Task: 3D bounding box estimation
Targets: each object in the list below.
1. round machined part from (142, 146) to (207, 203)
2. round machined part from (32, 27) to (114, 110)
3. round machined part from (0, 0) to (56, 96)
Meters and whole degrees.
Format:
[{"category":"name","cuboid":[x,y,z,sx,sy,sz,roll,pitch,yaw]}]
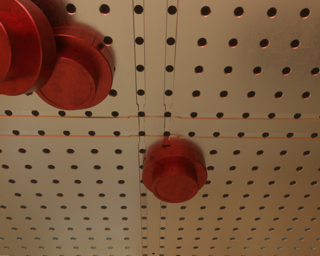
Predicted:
[{"category":"round machined part","cuboid":[0.022,0.076,0.466,0.099,0.042,0.097,-1,130,0]},{"category":"round machined part","cuboid":[-0.103,-0.059,0.349,0.099,0.042,0.097,-1,130,0]},{"category":"round machined part","cuboid":[-0.154,-0.079,0.301,0.098,0.042,0.097,7,108,22]}]
